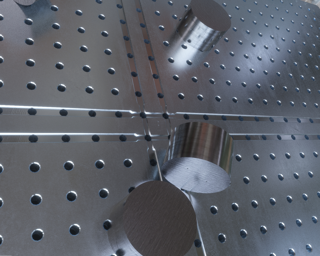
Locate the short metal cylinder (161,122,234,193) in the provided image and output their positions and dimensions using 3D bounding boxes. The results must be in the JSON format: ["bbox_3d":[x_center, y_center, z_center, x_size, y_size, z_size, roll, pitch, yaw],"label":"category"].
[{"bbox_3d":[0.047,0.037,0.375,0.080,0.080,0.050,26,53,-12],"label":"short metal cylinder"}]

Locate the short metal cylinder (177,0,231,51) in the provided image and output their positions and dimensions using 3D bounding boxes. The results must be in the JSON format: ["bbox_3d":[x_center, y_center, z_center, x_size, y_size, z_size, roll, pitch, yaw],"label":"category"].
[{"bbox_3d":[0.077,-0.183,0.545,0.081,0.050,0.080,14,56,-21],"label":"short metal cylinder"}]

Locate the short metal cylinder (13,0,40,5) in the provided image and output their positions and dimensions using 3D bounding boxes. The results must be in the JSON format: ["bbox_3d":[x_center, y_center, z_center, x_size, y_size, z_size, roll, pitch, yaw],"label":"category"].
[{"bbox_3d":[-0.174,-0.211,0.407,0.080,0.080,0.050,39,51,-2],"label":"short metal cylinder"}]

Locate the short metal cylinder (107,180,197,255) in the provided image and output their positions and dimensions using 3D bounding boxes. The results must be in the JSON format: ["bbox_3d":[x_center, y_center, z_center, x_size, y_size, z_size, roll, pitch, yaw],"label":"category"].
[{"bbox_3d":[-0.009,0.102,0.325,0.081,0.050,0.080,14,56,-21],"label":"short metal cylinder"}]
